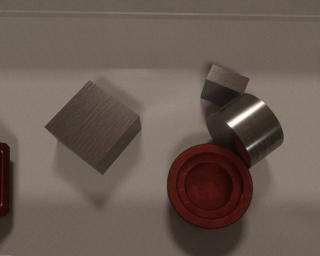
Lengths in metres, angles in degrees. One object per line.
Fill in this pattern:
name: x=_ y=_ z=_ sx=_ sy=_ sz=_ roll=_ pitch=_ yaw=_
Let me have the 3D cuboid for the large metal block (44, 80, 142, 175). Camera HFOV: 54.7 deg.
large metal block: x=-0.081 y=0.000 z=0.395 sx=0.080 sy=0.050 sz=0.080 roll=36 pitch=74 yaw=12

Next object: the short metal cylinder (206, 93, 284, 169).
short metal cylinder: x=0.102 y=0.004 z=0.380 sx=0.050 sy=0.080 sz=0.080 roll=-34 pitch=74 yaw=-12

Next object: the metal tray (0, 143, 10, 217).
metal tray: x=-0.233 y=0.054 z=0.335 sx=0.030 sy=0.131 sz=0.090 roll=-22 pitch=67 yaw=30

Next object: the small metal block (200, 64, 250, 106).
small metal block: x=0.086 y=-0.053 z=0.416 sx=0.050 sy=0.050 sz=0.025 roll=23 pitch=69 yaw=8

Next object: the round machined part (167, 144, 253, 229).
round machined part: x=0.058 y=0.071 z=0.375 sx=0.099 sy=0.042 sz=0.098 roll=0 pitch=71 yaw=0
